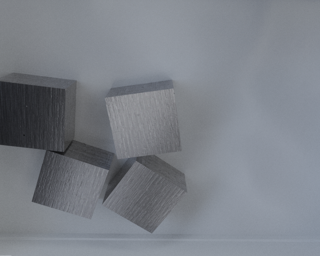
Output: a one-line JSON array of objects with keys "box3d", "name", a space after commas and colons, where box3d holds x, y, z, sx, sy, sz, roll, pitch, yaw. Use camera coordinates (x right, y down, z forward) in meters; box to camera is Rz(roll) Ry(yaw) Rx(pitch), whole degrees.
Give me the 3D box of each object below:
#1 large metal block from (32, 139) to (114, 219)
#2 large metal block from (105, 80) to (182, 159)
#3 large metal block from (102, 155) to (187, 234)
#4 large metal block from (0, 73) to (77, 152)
[{"box3d": [-0.116, 0.066, 0.421, 0.080, 0.050, 0.079, 19, 109, -7], "name": "large metal block"}, {"box3d": [-0.018, -0.012, 0.393, 0.080, 0.050, 0.079, -8, 110, 2], "name": "large metal block"}, {"box3d": [-0.020, 0.084, 0.429, 0.080, 0.050, 0.080, 34, 107, -12], "name": "large metal block"}, {"box3d": [-0.153, -0.021, 0.389, 0.081, 0.050, 0.079, 7, 110, -3], "name": "large metal block"}]
